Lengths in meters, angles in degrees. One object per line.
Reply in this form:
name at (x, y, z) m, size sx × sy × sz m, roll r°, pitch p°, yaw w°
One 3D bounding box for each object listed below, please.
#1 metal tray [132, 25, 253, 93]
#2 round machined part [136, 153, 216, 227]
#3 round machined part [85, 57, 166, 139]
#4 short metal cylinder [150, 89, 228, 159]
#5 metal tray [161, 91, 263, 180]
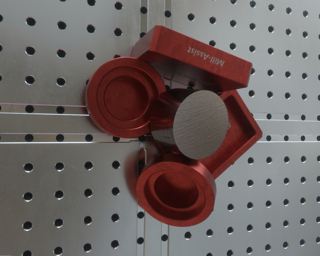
metal tray at (0.037, -0.081, 0.392) m, size 0.131 × 0.090 × 0.030 m, roll 16°, pitch 85°, yaw -20°
round machined part at (0.023, 0.074, 0.395) m, size 0.098 × 0.042 × 0.097 m, roll 7°, pitch 117°, yaw 14°
round machined part at (-0.044, -0.036, 0.388) m, size 0.099 × 0.042 × 0.097 m, roll 0°, pitch 90°, yaw -21°
short metal cylinder at (0.035, -0.007, 0.374) m, size 0.081 × 0.050 × 0.079 m, roll -7°, pitch 102°, yaw -31°
metal tray at (0.073, 0.013, 0.438) m, size 0.131 × 0.030 × 0.090 m, roll -38°, pitch 103°, yaw -16°
